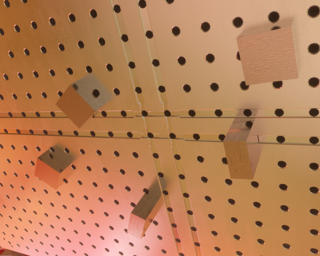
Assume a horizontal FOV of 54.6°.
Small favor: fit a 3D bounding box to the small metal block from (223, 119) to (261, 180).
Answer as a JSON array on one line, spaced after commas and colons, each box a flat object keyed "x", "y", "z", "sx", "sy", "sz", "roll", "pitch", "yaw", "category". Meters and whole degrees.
[{"x": 0.096, "y": 0.024, "z": 0.359, "sx": 0.025, "sy": 0.050, "sz": 0.050, "roll": -2, "pitch": 117, "yaw": 29, "category": "small metal block"}]

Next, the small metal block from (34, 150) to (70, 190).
[{"x": -0.197, "y": 0.077, "z": 0.564, "sx": 0.050, "sy": 0.025, "sz": 0.050, "roll": 32, "pitch": 129, "yaw": 7, "category": "small metal block"}]

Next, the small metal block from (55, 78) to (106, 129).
[{"x": -0.116, "y": -0.035, "z": 0.452, "sx": 0.050, "sy": 0.025, "sz": 0.050, "roll": 47, "pitch": 129, "yaw": -5, "category": "small metal block"}]

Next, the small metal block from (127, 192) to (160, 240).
[{"x": -0.027, "y": 0.140, "z": 0.496, "sx": 0.025, "sy": 0.050, "sz": 0.050, "roll": 23, "pitch": 127, "yaw": 14, "category": "small metal block"}]

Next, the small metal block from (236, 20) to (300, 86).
[{"x": 0.109, "y": -0.073, "z": 0.309, "sx": 0.050, "sy": 0.025, "sz": 0.050, "roll": -5, "pitch": 116, "yaw": 30, "category": "small metal block"}]
